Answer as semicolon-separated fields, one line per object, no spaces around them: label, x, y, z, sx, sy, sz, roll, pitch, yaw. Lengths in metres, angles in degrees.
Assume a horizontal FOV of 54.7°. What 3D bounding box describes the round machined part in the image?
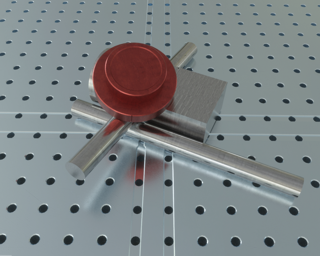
round machined part;-0.029;-0.059;0.361;0.099;0.042;0.098;3;70;-7

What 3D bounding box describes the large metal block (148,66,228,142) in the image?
large metal block;0.035;-0.030;0.413;0.080;0.050;0.080;20;53;16

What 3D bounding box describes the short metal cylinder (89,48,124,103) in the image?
short metal cylinder;-0.053;-0.064;0.424;0.050;0.080;0.080;20;53;15

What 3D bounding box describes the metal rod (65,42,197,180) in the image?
metal rod;-0.018;-0.044;0.419;0.025;0.025;0.301;22;46;17

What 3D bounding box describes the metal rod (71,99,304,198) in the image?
metal rod;0.022;0.020;0.390;0.301;0.025;0.025;19;53;15
